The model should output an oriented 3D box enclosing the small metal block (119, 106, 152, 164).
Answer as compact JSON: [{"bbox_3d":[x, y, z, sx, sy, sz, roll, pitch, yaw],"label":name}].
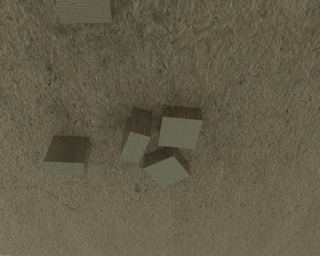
[{"bbox_3d":[-0.031,0.009,0.398,0.025,0.050,0.050,16,128,-13],"label":"small metal block"}]

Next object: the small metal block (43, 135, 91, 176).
[{"bbox_3d":[-0.124,0.037,0.421,0.050,0.050,0.025,3,130,-3],"label":"small metal block"}]

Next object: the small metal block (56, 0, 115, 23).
[{"bbox_3d":[-0.072,-0.130,0.296,0.050,0.025,0.050,-1,130,0],"label":"small metal block"}]

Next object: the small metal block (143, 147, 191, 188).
[{"bbox_3d":[0.010,0.056,0.455,0.050,0.025,0.050,-25,126,19],"label":"small metal block"}]

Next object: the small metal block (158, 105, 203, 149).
[{"bbox_3d":[0.025,-0.001,0.406,0.050,0.025,0.050,5,130,-5],"label":"small metal block"}]
